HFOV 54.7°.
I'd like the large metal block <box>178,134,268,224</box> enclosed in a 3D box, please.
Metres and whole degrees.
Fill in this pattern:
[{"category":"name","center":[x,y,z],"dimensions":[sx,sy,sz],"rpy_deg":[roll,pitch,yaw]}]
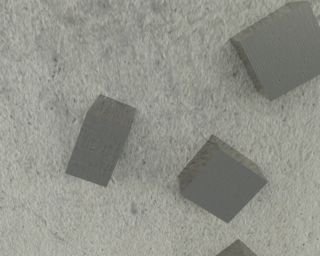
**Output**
[{"category":"large metal block","center":[0.083,0.069,0.423],"dimensions":[0.080,0.050,0.080],"rpy_deg":[34,106,-12]}]

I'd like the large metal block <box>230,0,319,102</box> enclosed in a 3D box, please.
[{"category":"large metal block","center":[0.142,-0.091,0.365],"dimensions":[0.080,0.050,0.080],"rpy_deg":[-30,108,10]}]

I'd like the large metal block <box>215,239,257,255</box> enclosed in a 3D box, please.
[{"category":"large metal block","center":[0.114,0.232,0.468],"dimensions":[0.080,0.080,0.050],"rpy_deg":[-42,105,14]}]

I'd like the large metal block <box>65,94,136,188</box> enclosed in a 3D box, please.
[{"category":"large metal block","center":[-0.071,0.013,0.384],"dimensions":[0.050,0.080,0.079],"rpy_deg":[21,109,-8]}]
